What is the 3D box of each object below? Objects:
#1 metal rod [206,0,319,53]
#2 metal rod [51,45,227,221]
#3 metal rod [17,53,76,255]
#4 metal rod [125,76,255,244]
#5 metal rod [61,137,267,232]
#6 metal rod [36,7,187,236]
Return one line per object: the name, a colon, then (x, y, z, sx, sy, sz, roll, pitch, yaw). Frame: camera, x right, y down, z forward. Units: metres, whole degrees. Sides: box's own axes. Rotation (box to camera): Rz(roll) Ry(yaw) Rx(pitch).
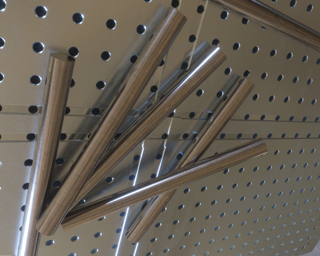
metal rod: (0.123, -0.144, 0.388, 0.302, 0.025, 0.025, 9, 114, -32)
metal rod: (-0.032, 0.009, 0.398, 0.300, 0.025, 0.025, -44, 129, 2)
metal rod: (-0.142, 0.059, 0.369, 0.025, 0.025, 0.298, 4, 116, -30)
metal rod: (0.040, 0.054, 0.465, 0.025, 0.025, 0.299, 26, 104, -37)
metal rod: (0.010, 0.077, 0.437, 0.302, 0.025, 0.025, -20, 127, -7)
metal rod: (-0.060, -0.002, 0.361, 0.025, 0.025, 0.299, 27, 99, -37)
